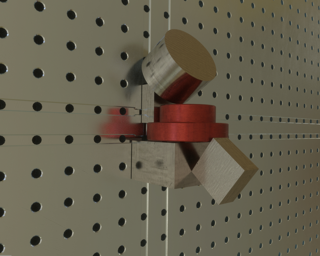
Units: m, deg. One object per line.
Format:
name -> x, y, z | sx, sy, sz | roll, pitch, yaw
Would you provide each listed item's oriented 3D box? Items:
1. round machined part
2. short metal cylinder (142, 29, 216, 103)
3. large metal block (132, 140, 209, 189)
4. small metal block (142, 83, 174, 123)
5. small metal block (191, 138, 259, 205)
round machined part -> 0.034, -0.006, 0.378 | 0.099, 0.098, 0.042 | 1, 90, -40
short metal cylinder -> 0.024, -0.077, 0.393 | 0.080, 0.050, 0.080 | 23, 47, -27
large metal block -> 0.021, 0.042, 0.392 | 0.081, 0.080, 0.050 | 1, 90, -40
small metal block -> 0.004, -0.031, 0.413 | 0.050, 0.025, 0.050 | 1, 90, -40
small metal block -> 0.068, 0.046, 0.334 | 0.025, 0.050, 0.050 | 2, 127, -41
